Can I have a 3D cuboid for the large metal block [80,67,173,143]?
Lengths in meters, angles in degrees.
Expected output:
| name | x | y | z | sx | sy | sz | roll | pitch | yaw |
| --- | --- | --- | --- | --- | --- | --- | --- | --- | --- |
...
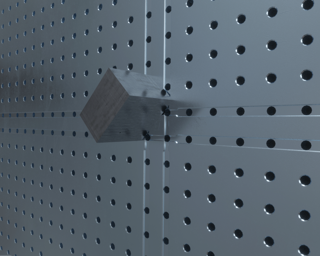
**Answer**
| name | x | y | z | sx | sy | sz | roll | pitch | yaw |
| --- | --- | --- | --- | --- | --- | --- | --- | --- | --- |
| large metal block | -0.044 | -0.027 | 0.408 | 0.080 | 0.081 | 0.050 | -51 | 60 | 27 |
